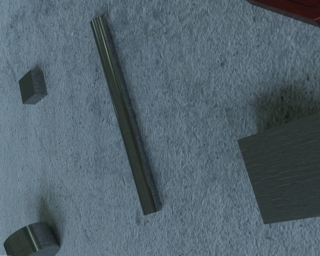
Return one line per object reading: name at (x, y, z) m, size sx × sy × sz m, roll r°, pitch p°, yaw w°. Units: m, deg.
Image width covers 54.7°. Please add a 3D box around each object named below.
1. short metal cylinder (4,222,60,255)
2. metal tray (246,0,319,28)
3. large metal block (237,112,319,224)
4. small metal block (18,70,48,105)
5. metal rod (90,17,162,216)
short metal cylinder at (-0.229, 0.214, 0.554) m, size 0.050 × 0.081 × 0.080 m, roll 52°, pitch 120°, yaw 27°
metal tray at (0.143, -0.170, 0.283) m, size 0.090 × 0.030 × 0.129 m, roll 37°, pitch 112°, yaw 33°
large metal block at (0.129, 0.036, 0.282) m, size 0.080 × 0.050 × 0.080 m, roll -24°, pitch 75°, yaw 37°
small metal block at (-0.250, -0.079, 0.607) m, size 0.050 × 0.025 × 0.050 m, roll -25°, pitch 74°, yaw 37°
metal rod at (-0.053, -0.026, 0.445) m, size 0.025 × 0.025 × 0.299 m, roll -28°, pitch 73°, yaw 36°
